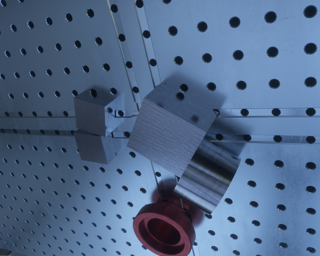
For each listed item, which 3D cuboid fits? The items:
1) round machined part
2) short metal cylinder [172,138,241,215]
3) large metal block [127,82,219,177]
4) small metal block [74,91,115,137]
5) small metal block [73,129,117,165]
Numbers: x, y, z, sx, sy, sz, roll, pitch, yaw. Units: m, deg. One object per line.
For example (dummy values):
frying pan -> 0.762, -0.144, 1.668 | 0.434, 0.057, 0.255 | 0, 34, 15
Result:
round machined part -> 0.010, 0.156, 0.490 | 0.098, 0.042, 0.097 | 13, 124, 20
short metal cylinder -> 0.057, 0.059, 0.381 | 0.050, 0.080, 0.079 | 29, 128, 9
large metal block -> 0.014, 0.002, 0.388 | 0.080, 0.050, 0.079 | 30, 128, 9
small metal block -> -0.094, -0.020, 0.446 | 0.050, 0.025, 0.050 | 17, 125, 18
small metal block -> -0.100, 0.026, 0.478 | 0.050, 0.025, 0.050 | 6, 121, 24
